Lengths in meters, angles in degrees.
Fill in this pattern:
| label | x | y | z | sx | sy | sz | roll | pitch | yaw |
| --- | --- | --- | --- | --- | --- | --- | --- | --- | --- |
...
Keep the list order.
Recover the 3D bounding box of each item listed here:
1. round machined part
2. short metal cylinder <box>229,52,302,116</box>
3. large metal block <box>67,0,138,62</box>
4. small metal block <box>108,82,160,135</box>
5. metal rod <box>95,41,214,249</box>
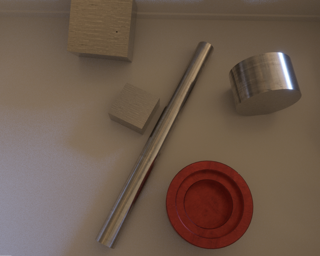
| label | x | y | z | sx | sy | sz | roll | pitch | yaw |
| --- | --- | --- | --- | --- | --- | --- | --- | --- | --- |
| round machined part | 0.056 | 0.091 | 0.368 | 0.099 | 0.042 | 0.098 | 0 | 70 | -1 |
| short metal cylinder | 0.135 | -0.054 | 0.402 | 0.081 | 0.080 | 0.050 | -6 | 70 | -3 |
| large metal block | -0.078 | -0.139 | 0.431 | 0.080 | 0.050 | 0.079 | 6 | 95 | 2 |
| small metal block | -0.034 | -0.026 | 0.419 | 0.050 | 0.025 | 0.050 | 26 | 72 | 8 |
| metal rod | 0.002 | 0.008 | 0.406 | 0.025 | 0.025 | 0.300 | 25 | 72 | 8 |
